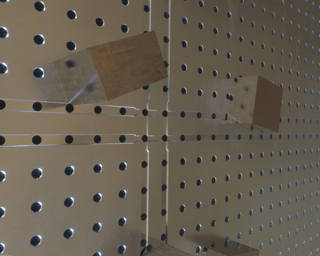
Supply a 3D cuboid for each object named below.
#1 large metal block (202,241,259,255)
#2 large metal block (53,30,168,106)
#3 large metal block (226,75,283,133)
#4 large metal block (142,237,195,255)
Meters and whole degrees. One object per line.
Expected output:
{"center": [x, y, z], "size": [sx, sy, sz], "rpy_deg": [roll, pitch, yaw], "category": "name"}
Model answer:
{"center": [0.109, 0.230, 0.488], "size": [0.081, 0.050, 0.080], "rpy_deg": [11, 83, -40], "category": "large metal block"}
{"center": [-0.053, -0.063, 0.330], "size": [0.081, 0.080, 0.050], "rpy_deg": [-28, 108, -37], "category": "large metal block"}
{"center": [0.165, -0.038, 0.534], "size": [0.081, 0.050, 0.080], "rpy_deg": [15, 80, -39], "category": "large metal block"}
{"center": [0.009, 0.195, 0.384], "size": [0.050, 0.080, 0.080], "rpy_deg": [50, 60, -29], "category": "large metal block"}
